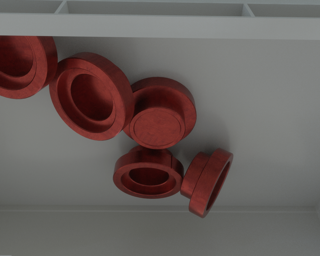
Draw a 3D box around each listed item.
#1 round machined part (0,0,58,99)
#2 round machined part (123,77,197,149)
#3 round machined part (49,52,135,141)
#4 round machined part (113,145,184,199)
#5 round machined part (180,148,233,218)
[{"bbox_3d":[-0.149,-0.082,0.315,0.098,0.042,0.097,7,122,12],"label":"round machined part"},{"bbox_3d":[-0.003,-0.011,0.388,0.099,0.042,0.097,0,130,0],"label":"round machined part"},{"bbox_3d":[-0.071,-0.038,0.348,0.098,0.042,0.097,13,124,21],"label":"round machined part"},{"bbox_3d":[-0.015,0.059,0.441,0.099,0.042,0.097,2,140,2],"label":"round machined part"},{"bbox_3d":[0.062,0.071,0.432,0.042,0.099,0.097,24,133,20],"label":"round machined part"}]
